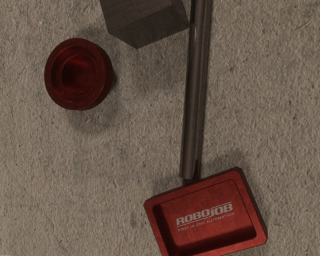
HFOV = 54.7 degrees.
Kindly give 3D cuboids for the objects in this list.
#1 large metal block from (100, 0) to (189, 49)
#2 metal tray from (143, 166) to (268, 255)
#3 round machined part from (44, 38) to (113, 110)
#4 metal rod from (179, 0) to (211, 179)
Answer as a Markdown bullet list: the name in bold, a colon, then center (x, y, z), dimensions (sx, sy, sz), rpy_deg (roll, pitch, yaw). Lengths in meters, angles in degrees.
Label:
- **large metal block**: center (-0.016, -0.145, 0.385), dimensions (0.080, 0.080, 0.050), rpy_deg (-17, 84, 19)
- **metal tray**: center (0.055, 0.112, 0.386), dimensions (0.130, 0.030, 0.090), rpy_deg (-23, 83, 18)
- **round machined part**: center (-0.109, -0.073, 0.437), dimensions (0.098, 0.042, 0.097), rpy_deg (0, 90, 19)
- **metal rod**: center (0.047, -0.086, 0.391), dimensions (0.025, 0.025, 0.298), rpy_deg (4, 91, 19)
